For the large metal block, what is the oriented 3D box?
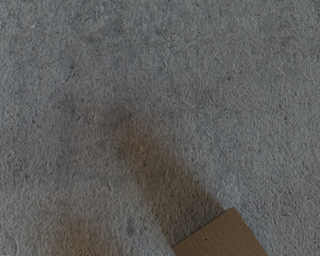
[{"bbox_3d":[0.068,0.146,0.342,0.080,0.050,0.080,-30,73,-11],"label":"large metal block"}]
